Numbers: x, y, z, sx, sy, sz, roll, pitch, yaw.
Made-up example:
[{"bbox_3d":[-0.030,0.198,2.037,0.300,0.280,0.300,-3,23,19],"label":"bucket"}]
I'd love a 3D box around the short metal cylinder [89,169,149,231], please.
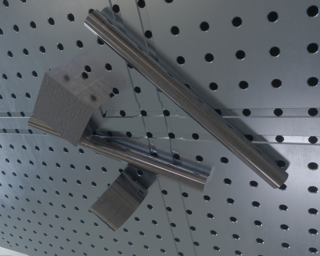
[{"bbox_3d":[-0.063,0.110,0.477,0.050,0.080,0.080,42,129,-1],"label":"short metal cylinder"}]

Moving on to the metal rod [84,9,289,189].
[{"bbox_3d":[0.031,-0.034,0.373,0.300,0.025,0.025,41,129,0],"label":"metal rod"}]

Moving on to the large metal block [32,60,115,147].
[{"bbox_3d":[-0.123,-0.034,0.439,0.080,0.050,0.080,38,129,2],"label":"large metal block"}]

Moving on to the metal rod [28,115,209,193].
[{"bbox_3d":[-0.073,0.033,0.470,0.301,0.025,0.025,18,126,17],"label":"metal rod"}]
